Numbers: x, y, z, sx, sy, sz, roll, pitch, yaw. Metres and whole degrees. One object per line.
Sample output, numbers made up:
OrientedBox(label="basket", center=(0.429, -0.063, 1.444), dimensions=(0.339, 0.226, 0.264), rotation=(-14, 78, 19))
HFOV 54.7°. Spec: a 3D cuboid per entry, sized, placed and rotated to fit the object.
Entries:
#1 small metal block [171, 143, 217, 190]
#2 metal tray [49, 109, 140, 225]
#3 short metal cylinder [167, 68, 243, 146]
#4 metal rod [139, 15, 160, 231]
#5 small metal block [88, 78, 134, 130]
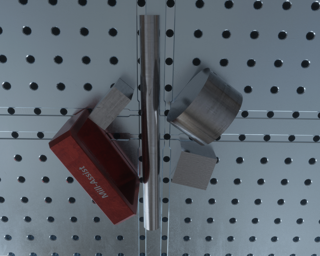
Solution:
OrientedBox(label="small metal block", center=(0.047, 0.055, 0.435), dimensions=(0.050, 0.025, 0.050), rotation=(14, 109, -6))
OrientedBox(label="metal tray", center=(-0.076, 0.047, 0.394), dimensions=(0.030, 0.090, 0.130), rotation=(-31, 108, 10))
OrientedBox(label="short metal cylinder", center=(0.053, -0.026, 0.375), dimensions=(0.050, 0.080, 0.080), rotation=(36, 106, -13))
OrientedBox(label="metal rod", center=(-0.012, 0.007, 0.415), dimensions=(0.025, 0.025, 0.298), rotation=(0, 110, 0))
OrientedBox(label="small metal block", center=(-0.060, -0.031, 0.387), dimensions=(0.025, 0.050, 0.050), rotation=(40, 105, -14))
